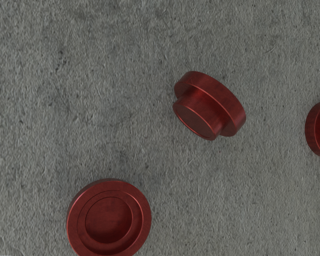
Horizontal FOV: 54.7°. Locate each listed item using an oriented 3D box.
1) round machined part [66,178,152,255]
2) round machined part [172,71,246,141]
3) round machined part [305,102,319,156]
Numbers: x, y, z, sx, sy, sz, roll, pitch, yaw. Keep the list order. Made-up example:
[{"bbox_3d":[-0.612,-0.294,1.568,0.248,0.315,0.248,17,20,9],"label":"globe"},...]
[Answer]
[{"bbox_3d":[-0.063,0.109,0.377,0.099,0.042,0.097,0,90,-20],"label":"round machined part"},{"bbox_3d":[0.055,-0.021,0.390,0.098,0.098,0.042,45,76,-15],"label":"round machined part"},{"bbox_3d":[0.291,0.002,0.507,0.099,0.042,0.097,0,90,-20],"label":"round machined part"}]
